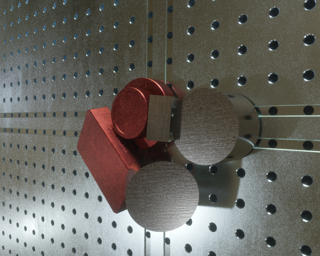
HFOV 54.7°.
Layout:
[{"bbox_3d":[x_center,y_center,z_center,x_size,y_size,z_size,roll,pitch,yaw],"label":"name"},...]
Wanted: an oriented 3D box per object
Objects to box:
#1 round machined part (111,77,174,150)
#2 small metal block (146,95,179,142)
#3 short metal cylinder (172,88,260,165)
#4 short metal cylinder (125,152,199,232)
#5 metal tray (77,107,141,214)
[{"bbox_3d":[-0.028,-0.019,0.415,0.098,0.042,0.097,0,90,40],"label":"round machined part"},{"bbox_3d":[0.004,-0.011,0.360,0.025,0.050,0.050,5,93,12],"label":"small metal block"},{"bbox_3d":[0.060,-0.002,0.339,0.080,0.050,0.079,0,90,40],"label":"short metal cylinder"},{"bbox_3d":[0.000,0.072,0.360,0.050,0.081,0.079,-132,49,-80],"label":"short metal cylinder"},{"bbox_3d":[-0.071,0.044,0.445,0.130,0.030,0.089,53,136,26],"label":"metal tray"}]
